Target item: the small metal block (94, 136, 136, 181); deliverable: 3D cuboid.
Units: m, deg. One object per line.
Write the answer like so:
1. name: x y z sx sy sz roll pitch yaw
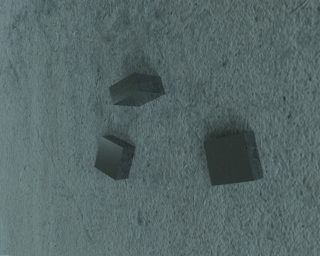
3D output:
1. small metal block: -0.067 0.043 0.461 0.050 0.025 0.050 23 105 37

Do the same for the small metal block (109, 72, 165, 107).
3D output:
1. small metal block: -0.030 -0.050 0.414 0.050 0.050 0.025 -22 76 38

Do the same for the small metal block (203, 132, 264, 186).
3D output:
1. small metal block: 0.080 0.034 0.339 0.050 0.025 0.050 -17 80 38
